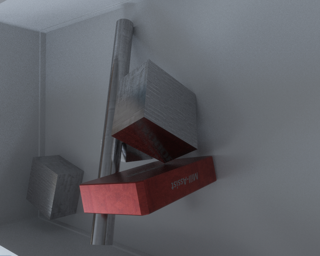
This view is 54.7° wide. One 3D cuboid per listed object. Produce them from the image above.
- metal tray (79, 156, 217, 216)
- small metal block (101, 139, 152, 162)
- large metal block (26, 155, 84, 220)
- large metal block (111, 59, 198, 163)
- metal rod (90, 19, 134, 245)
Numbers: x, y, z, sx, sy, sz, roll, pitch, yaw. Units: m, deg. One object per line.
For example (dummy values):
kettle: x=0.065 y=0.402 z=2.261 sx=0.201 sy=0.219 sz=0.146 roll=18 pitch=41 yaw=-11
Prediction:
metal tray: x=-0.009 y=0.060 z=0.342 sx=0.090 sy=0.131 sz=0.030 roll=-11 pitch=89 yaw=39
small metal block: x=-0.046 y=0.029 z=0.426 sx=0.050 sy=0.050 sz=0.025 roll=5 pitch=94 yaw=39
large metal block: x=-0.183 y=0.100 z=0.539 sx=0.080 sy=0.050 sz=0.079 roll=22 pitch=104 yaw=37
large metal block: x=-0.003 y=-0.017 z=0.354 sx=0.050 sy=0.080 sz=0.080 roll=-28 pitch=45 yaw=36
metal rod: x=-0.058 y=-0.010 z=0.397 sx=0.025 sy=0.025 sz=0.299 roll=-14 pitch=64 yaw=39
